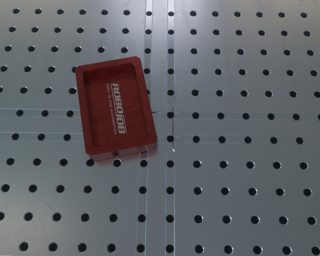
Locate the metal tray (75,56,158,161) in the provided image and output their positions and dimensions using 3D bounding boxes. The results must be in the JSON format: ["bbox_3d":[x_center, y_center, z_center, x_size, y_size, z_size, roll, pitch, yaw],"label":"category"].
[{"bbox_3d":[-0.060,-0.028,0.419,0.091,0.030,0.130,-11,70,-4],"label":"metal tray"}]
